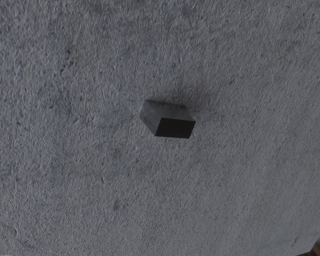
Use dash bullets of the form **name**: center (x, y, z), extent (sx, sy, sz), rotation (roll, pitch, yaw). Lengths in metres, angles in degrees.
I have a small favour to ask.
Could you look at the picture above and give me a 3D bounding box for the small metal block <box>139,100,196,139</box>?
- **small metal block**: center (0.009, -0.011, 0.391), extent (0.050, 0.050, 0.025), rotation (5, 116, -31)
